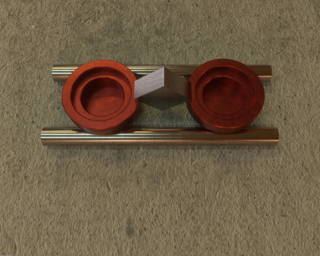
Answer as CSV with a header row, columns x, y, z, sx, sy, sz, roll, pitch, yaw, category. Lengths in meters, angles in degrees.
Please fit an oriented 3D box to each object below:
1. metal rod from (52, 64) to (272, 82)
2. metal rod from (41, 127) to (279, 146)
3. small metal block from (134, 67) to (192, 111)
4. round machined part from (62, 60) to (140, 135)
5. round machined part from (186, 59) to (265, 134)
x,y,z,sx,sy,sz,roll,pitch,yaw,category
0.003,-0.077,0.437,0.302,0.025,0.025,0,70,0,metal rod
0.000,0.011,0.405,0.302,0.025,0.025,0,70,0,metal rod
0.004,-0.047,0.385,0.050,0.050,0.025,-18,63,40,small metal block
-0.074,-0.037,0.409,0.099,0.042,0.098,0,70,0,round machined part
0.083,-0.039,0.409,0.099,0.042,0.098,0,70,0,round machined part
